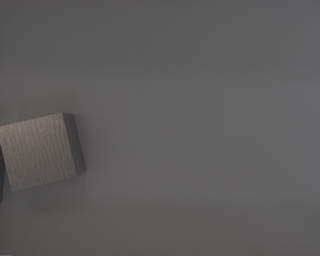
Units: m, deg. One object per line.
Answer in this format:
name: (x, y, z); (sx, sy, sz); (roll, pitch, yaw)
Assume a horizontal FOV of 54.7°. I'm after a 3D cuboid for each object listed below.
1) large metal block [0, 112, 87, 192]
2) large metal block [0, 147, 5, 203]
large metal block: (-0.148, 0.029, 0.398); (0.080, 0.050, 0.080); (-13, 90, 0)
large metal block: (-0.237, 0.060, 0.382); (0.050, 0.080, 0.080); (5, 90, 0)
